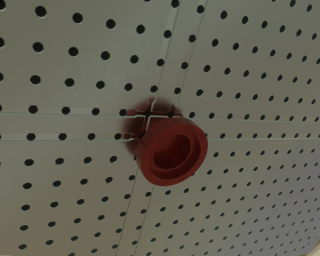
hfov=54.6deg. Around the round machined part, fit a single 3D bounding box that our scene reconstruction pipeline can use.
[{"bbox_3d":[0.013,0.028,0.424,0.099,0.042,0.097,-14,124,-21],"label":"round machined part"}]
